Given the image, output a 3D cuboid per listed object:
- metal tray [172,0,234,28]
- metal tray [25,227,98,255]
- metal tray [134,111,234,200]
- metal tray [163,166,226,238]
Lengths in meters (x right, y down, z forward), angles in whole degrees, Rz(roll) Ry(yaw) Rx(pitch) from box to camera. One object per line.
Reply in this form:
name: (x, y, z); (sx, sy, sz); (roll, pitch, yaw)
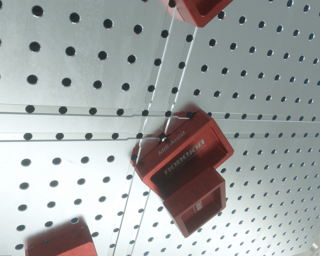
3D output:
metal tray: (0.063, -0.185, 0.329); (0.130, 0.030, 0.090); (-42, 130, 0)
metal tray: (-0.137, 0.217, 0.469); (0.091, 0.030, 0.129); (-18, 126, -19)
metal tray: (0.039, 0.047, 0.459); (0.130, 0.030, 0.090); (-41, 130, -1)
metal tray: (0.059, 0.121, 0.488); (0.090, 0.030, 0.130); (-35, 148, -10)
